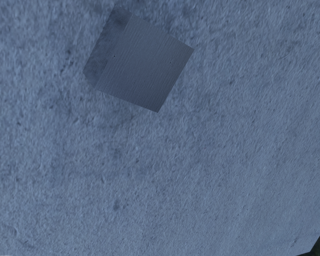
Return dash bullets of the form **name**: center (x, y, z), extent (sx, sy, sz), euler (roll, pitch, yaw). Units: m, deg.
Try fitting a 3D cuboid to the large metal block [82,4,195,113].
- **large metal block**: center (-0.024, -0.073, 0.334), extent (0.080, 0.050, 0.080), euler (19, 108, -36)
